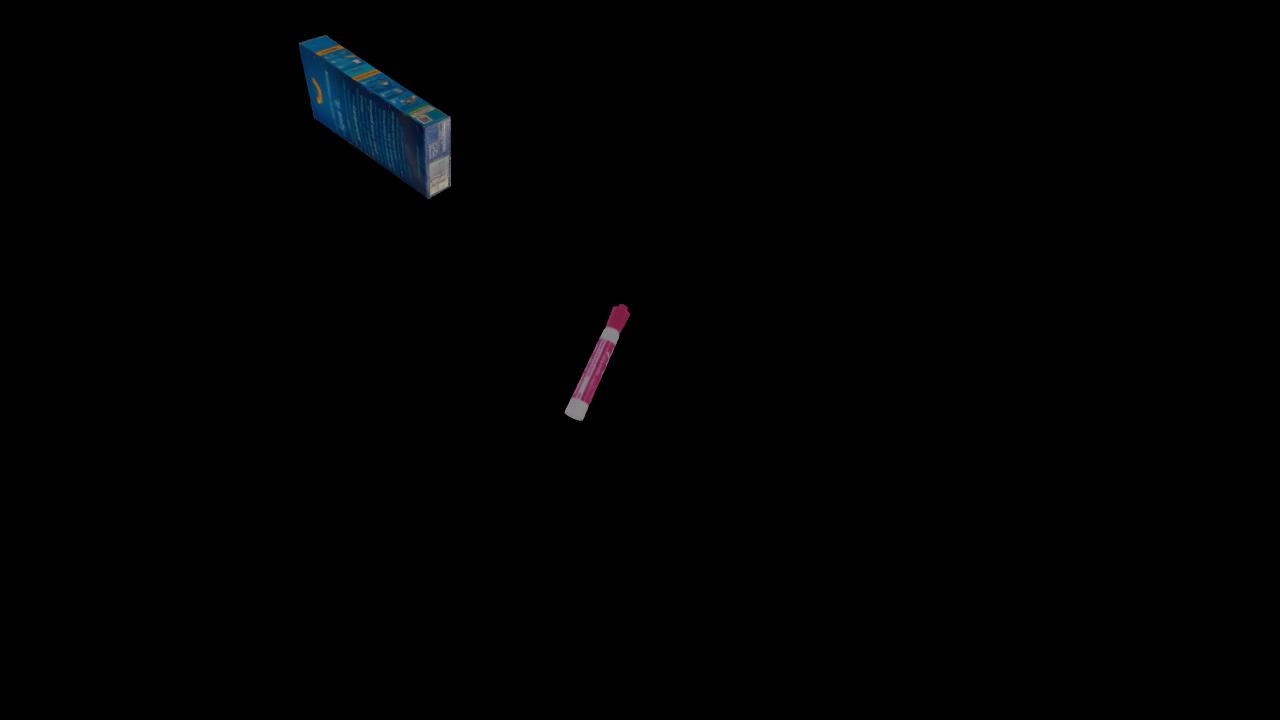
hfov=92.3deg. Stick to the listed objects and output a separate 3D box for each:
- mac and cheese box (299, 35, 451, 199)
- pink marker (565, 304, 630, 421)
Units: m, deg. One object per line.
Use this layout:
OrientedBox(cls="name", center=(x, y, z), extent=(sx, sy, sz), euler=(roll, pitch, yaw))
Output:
OrientedBox(cls="mac and cheese box", center=(-0.285, -0.263, 0.668), extent=(0.184, 0.041, 0.093), euler=(36, -36, 12))
OrientedBox(cls="pink marker", center=(-0.039, 0.000, 0.585), extent=(0.020, 0.121, 0.020), euler=(21, -18, 7))
